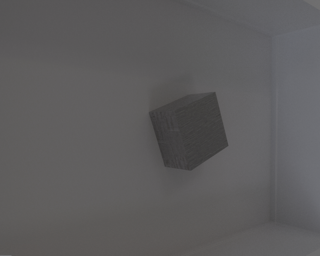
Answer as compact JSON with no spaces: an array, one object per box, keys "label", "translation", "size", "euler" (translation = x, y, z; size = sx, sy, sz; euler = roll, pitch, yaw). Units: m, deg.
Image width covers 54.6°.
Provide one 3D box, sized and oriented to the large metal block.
[{"label":"large metal block","translation":[0.041,0.002,0.423],"size":[0.081,0.050,0.080],"euler":[-26,107,-37]}]
